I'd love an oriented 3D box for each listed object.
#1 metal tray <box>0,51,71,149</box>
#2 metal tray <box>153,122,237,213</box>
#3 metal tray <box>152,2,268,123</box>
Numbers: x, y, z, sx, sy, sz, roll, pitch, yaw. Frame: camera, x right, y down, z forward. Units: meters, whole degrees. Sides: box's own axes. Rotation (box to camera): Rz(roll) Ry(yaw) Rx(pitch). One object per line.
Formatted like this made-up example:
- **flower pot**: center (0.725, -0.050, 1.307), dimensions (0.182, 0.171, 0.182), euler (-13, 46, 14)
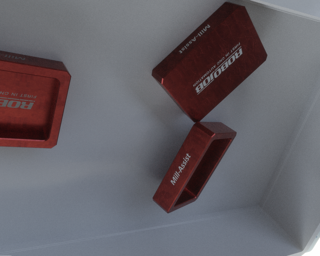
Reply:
- **metal tray**: center (-0.162, -0.028, 0.299), dimensions (0.131, 0.030, 0.089), euler (5, 116, -31)
- **metal tray**: center (0.051, 0.054, 0.443), dimensions (0.091, 0.030, 0.129), euler (0, 122, -57)
- **metal tray**: center (0.065, -0.080, 0.391), dimensions (0.130, 0.030, 0.090), euler (-43, 129, 1)
